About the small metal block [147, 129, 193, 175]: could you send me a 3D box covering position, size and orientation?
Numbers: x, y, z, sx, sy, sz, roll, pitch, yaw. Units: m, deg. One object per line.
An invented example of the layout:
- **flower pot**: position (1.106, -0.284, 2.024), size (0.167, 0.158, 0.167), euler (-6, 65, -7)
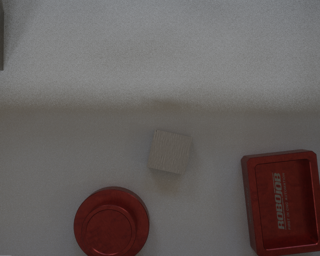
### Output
- **small metal block**: position (0.013, 0.031, 0.412), size (0.050, 0.025, 0.050), euler (12, 90, -1)

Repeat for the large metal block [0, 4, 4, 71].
- **large metal block**: position (-0.243, -0.118, 0.384), size (0.081, 0.050, 0.079), euler (1, 90, -19)

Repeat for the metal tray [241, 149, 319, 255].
- **metal tray**: position (0.162, 0.098, 0.411), size (0.091, 0.030, 0.129), euler (-6, 90, -1)

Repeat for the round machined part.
- **round machined part**: position (-0.063, 0.129, 0.402), size (0.099, 0.042, 0.097), euler (0, 90, -1)
